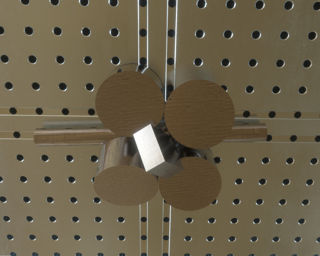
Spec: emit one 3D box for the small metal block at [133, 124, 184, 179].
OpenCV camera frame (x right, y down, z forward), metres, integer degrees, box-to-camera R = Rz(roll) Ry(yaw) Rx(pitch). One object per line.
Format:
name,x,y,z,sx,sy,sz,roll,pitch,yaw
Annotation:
small metal block,-0.001,0.029,0.369,0.025,0.050,0.050,-32,149,17

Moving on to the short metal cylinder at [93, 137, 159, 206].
short metal cylinder,-0.042,0.057,0.404,0.081,0.050,0.079,-1,130,-1

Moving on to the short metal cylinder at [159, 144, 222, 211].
short metal cylinder,0.039,0.064,0.420,0.081,0.050,0.079,0,110,0

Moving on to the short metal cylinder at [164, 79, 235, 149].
short metal cylinder,0.045,-0.015,0.377,0.081,0.050,0.080,0,87,0

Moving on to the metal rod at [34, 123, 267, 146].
metal rod,-0.012,0.009,0.412,0.302,0.025,0.025,-1,110,0

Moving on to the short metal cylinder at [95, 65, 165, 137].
short metal cylinder,-0.035,-0.035,0.383,0.081,0.050,0.079,0,110,0
